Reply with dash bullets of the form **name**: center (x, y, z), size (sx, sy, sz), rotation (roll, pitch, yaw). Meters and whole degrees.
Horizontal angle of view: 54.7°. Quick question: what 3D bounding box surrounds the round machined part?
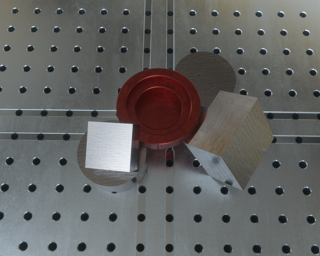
- **round machined part**: center (-0.002, -0.020, 0.379), size (0.099, 0.042, 0.098), rotation (0, 70, 0)

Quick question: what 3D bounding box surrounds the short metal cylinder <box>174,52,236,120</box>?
- **short metal cylinder**: center (0.057, -0.055, 0.419), size (0.081, 0.050, 0.080), rotation (0, 70, 0)

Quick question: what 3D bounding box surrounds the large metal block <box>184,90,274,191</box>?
- **large metal block**: center (0.086, 0.015, 0.371), size (0.050, 0.080, 0.080), rotation (20, 67, 43)

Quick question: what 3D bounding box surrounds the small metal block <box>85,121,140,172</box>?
- **small metal block**: center (-0.051, 0.019, 0.338), size (0.050, 0.025, 0.050), rotation (4, 89, 14)

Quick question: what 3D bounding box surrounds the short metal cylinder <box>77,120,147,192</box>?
- **short metal cylinder**: center (-0.056, 0.036, 0.384), size (0.081, 0.050, 0.080), rotation (0, 70, 0)
